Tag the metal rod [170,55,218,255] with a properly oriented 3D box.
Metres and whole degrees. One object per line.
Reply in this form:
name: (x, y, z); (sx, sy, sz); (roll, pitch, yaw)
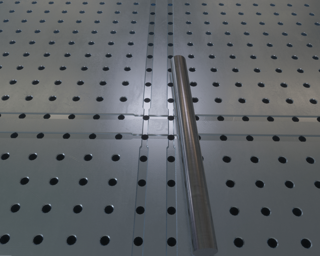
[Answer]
metal rod: (0.037, 0.008, 0.401); (0.025, 0.025, 0.300); (-2, 50, -2)
